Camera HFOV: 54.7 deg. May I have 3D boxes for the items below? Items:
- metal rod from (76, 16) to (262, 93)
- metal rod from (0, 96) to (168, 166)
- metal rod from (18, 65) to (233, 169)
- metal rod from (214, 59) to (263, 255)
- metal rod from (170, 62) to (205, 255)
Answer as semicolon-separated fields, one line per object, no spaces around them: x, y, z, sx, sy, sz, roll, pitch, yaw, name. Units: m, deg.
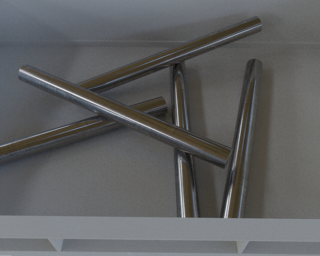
0.012;-0.104;0.461;0.302;0.025;0.025;-22;53;-6;metal rod
-0.133;0.013;0.392;0.302;0.025;0.025;-18;53;-15;metal rod
-0.056;-0.021;0.388;0.301;0.025;0.025;23;54;18;metal rod
0.107;0.011;0.395;0.025;0.025;0.300;13;51;10;metal rod
0.029;0.008;0.398;0.025;0.025;0.300;-1;50;-1;metal rod
